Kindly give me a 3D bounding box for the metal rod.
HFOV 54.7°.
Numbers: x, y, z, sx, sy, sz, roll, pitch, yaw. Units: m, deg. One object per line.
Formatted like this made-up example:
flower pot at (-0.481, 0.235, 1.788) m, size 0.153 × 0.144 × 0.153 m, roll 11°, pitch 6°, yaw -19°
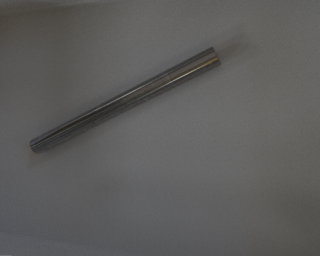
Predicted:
metal rod at (-0.060, -0.031, 0.430) m, size 0.300 × 0.025 × 0.025 m, roll -24°, pitch 82°, yaw 18°
